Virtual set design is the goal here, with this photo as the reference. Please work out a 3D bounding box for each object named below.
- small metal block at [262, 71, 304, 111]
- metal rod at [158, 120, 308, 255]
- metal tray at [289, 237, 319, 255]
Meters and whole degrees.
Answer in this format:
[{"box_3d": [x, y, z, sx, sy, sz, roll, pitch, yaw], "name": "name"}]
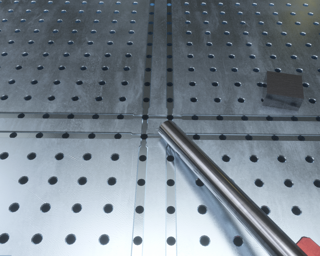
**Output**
[{"box_3d": [0.180, -0.055, 0.455, 0.050, 0.025, 0.050, 10, 51, 8], "name": "small metal block"}, {"box_3d": [0.085, 0.083, 0.309, 0.025, 0.025, 0.300, -25, 45, -19], "name": "metal rod"}, {"box_3d": [0.119, 0.170, 0.263, 0.131, 0.030, 0.090, -32, 57, -24], "name": "metal tray"}]
